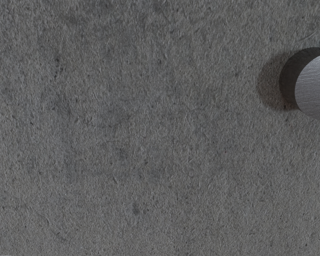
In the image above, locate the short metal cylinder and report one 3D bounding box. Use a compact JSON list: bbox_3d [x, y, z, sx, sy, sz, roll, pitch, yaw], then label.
[{"bbox_3d":[0.195,-0.055,0.378,0.081,0.050,0.079,0,110,0],"label":"short metal cylinder"}]
